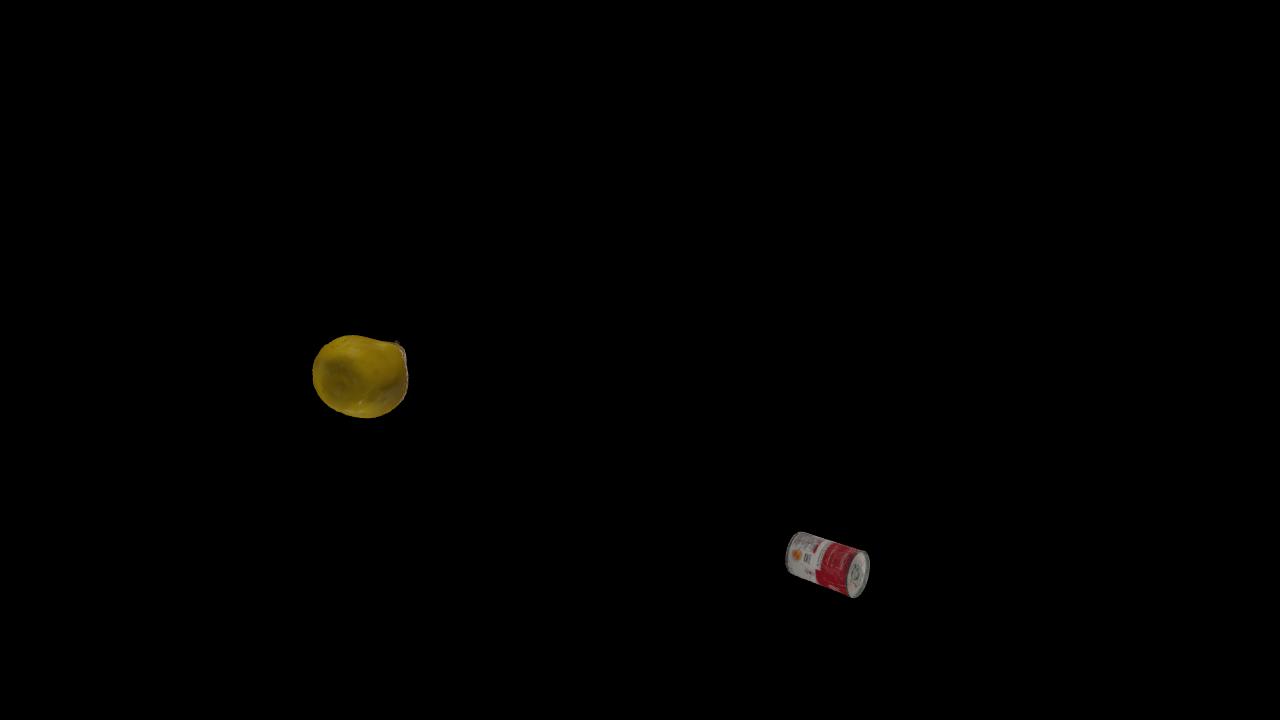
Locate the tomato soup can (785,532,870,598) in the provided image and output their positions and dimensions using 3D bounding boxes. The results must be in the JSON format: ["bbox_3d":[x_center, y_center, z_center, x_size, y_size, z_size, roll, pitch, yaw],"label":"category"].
[{"bbox_3d":[0.272,0.296,0.898,0.068,0.068,0.101,0,5,-44],"label":"tomato soup can"}]

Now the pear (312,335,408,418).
[{"bbox_3d":[-0.242,0.009,0.568,0.080,0.080,0.111,0,15,14],"label":"pear"}]
